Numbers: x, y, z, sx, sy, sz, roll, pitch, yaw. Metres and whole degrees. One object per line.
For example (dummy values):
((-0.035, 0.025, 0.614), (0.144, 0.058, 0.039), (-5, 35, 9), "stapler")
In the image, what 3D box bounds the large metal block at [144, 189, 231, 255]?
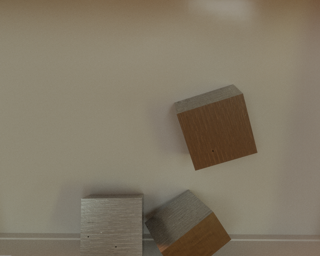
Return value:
((0.035, 0.140, 0.422), (0.080, 0.080, 0.050), (-35, 108, -9), "large metal block")

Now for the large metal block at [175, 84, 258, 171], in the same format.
((0.070, -0.002, 0.398), (0.080, 0.050, 0.080), (-17, 110, 6), "large metal block")

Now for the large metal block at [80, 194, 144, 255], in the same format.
((-0.064, 0.135, 0.431), (0.081, 0.050, 0.080), (-1, 84, 0), "large metal block")
